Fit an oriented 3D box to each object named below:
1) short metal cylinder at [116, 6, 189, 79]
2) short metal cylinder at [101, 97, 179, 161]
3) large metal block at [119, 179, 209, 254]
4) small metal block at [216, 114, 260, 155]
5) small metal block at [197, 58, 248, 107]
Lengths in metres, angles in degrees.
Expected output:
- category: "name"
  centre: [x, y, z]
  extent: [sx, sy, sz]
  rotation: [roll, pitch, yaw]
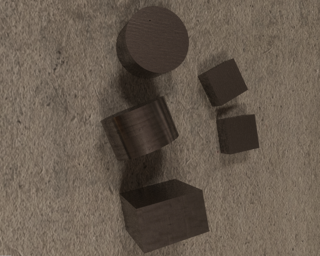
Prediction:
- category: "short metal cylinder"
  centre: [-0.011, -0.106, 0.393]
  extent: [0.081, 0.050, 0.079]
  rotation: [0, 90, -21]
- category: "short metal cylinder"
  centre: [-0.024, 0.000, 0.372]
  extent: [0.081, 0.080, 0.050]
  rotation: [-24, 99, -19]
- category: "large metal block"
  centre: [0.002, 0.103, 0.382]
  extent: [0.081, 0.080, 0.050]
  rotation: [-11, 94, -20]
- category: "small metal block"
  centre: [0.114, 0.008, 0.453]
  extent: [0.050, 0.025, 0.050]
  rotation: [-10, 94, -20]
- category: "small metal block"
  centre: [0.090, -0.065, 0.444]
  extent: [0.050, 0.025, 0.050]
  rotation: [-31, 100, -18]
